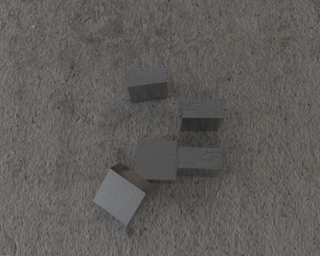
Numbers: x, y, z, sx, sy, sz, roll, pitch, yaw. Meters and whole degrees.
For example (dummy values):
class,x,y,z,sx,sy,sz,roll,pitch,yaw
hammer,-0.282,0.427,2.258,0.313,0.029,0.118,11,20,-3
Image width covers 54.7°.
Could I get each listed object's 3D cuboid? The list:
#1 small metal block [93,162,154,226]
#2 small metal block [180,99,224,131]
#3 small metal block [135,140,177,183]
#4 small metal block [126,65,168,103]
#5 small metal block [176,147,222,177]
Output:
class,x,y,z,sx,sy,sz,roll,pitch,yaw
small metal block,-0.043,0.077,0.366,0.050,0.025,0.050,33,110,11
small metal block,0.053,-0.016,0.401,0.050,0.050,0.025,0,70,0
small metal block,-0.004,0.043,0.392,0.050,0.025,0.050,1,70,0
small metal block,-0.017,-0.058,0.416,0.050,0.050,0.025,-8,71,-3
small metal block,0.046,0.043,0.379,0.050,0.050,0.025,2,70,0
